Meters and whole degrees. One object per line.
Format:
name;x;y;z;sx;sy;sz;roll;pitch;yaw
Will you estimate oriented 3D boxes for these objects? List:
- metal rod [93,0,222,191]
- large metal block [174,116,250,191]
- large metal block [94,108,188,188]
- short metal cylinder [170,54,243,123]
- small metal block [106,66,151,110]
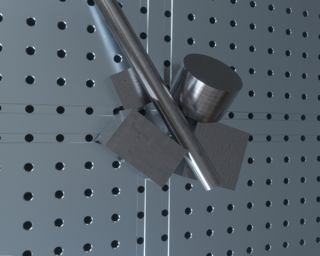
metal rod;-0.011;-0.060;0.377;0.025;0.025;0.299;-30;89;-18
large metal block;0.066;0.034;0.424;0.081;0.050;0.080;19;84;-20
large metal block;-0.027;0.022;0.374;0.080;0.080;0.050;39;78;-16
short metal cylinder;0.058;-0.052;0.399;0.081;0.080;0.050;9;131;-20
small metal block;-0.035;-0.051;0.401;0.050;0.025;0.050;-26;99;-19
